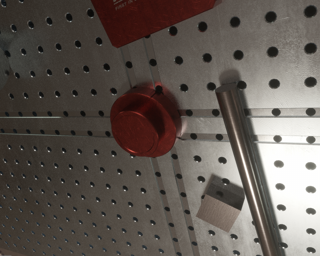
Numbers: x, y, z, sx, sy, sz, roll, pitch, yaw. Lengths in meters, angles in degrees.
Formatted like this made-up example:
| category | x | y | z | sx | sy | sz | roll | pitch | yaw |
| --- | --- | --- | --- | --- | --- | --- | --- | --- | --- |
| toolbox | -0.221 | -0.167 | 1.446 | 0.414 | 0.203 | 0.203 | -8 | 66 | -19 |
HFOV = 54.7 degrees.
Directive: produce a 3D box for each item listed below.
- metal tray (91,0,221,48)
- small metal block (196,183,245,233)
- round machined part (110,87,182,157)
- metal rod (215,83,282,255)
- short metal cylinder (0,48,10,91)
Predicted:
| category | x | y | z | sx | sy | sz | roll | pitch | yaw |
| --- | --- | --- | --- | --- | --- | --- | --- | --- | --- |
| metal tray | -0.012 | -0.148 | 0.322 | 0.130 | 0.030 | 0.090 | -12 | 112 | 33 |
| small metal block | 0.084 | 0.112 | 0.436 | 0.050 | 0.025 | 0.050 | 24 | 127 | 13 |
| round machined part | -0.025 | -0.001 | 0.411 | 0.098 | 0.042 | 0.097 | 13 | 124 | 20 |
| metal rod | 0.123 | 0.085 | 0.398 | 0.025 | 0.025 | 0.298 | -7 | 115 | 31 |
| short metal cylinder | -0.277 | -0.091 | 0.462 | 0.050 | 0.080 | 0.079 | 15 | 125 | 19 |
